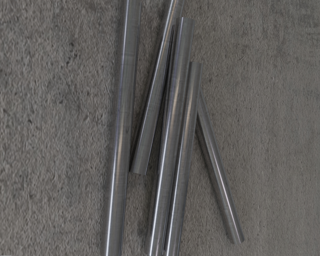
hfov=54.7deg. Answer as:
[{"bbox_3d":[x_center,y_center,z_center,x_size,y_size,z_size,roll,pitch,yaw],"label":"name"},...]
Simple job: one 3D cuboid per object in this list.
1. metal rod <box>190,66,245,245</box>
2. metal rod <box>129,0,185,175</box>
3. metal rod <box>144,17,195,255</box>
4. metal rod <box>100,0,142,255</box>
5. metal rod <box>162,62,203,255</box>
[{"bbox_3d":[0.082,0.047,0.472,0.025,0.025,0.298,-30,109,-36],"label":"metal rod"},{"bbox_3d":[0.003,-0.088,0.406,0.025,0.025,0.299,21,77,-38],"label":"metal rod"},{"bbox_3d":[0.012,0.012,0.395,0.025,0.025,0.298,7,92,-40],"label":"metal rod"},{"bbox_3d":[-0.045,-0.003,0.366,0.025,0.025,0.298,7,86,-40],"label":"metal rod"},{"bbox_3d":[0.026,0.063,0.411,0.025,0.025,0.298,7,90,-40],"label":"metal rod"}]
